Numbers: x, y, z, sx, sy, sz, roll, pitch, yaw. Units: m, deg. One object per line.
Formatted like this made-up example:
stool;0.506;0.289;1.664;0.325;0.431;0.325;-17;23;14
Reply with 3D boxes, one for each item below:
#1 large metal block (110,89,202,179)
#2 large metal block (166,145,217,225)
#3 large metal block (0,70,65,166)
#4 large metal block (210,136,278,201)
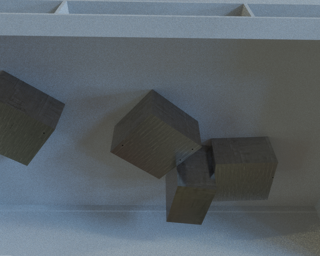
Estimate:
large metal block;-0.005;0.010;0.401;0.080;0.050;0.080;33;123;-25
large metal block;0.040;0.078;0.440;0.050;0.080;0.079;7;130;-6
large metal block;-0.178;-0.009;0.383;0.080;0.050;0.080;31;124;-24
large metal block;0.114;0.060;0.444;0.080;0.050;0.079;-2;130;1
